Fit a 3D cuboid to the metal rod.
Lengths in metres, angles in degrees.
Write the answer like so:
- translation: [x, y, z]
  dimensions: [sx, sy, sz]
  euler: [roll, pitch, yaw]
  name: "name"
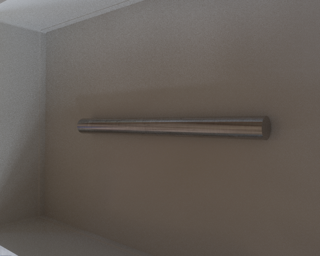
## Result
- translation: [-0.008, -0.002, 0.409]
  dimensions: [0.300, 0.025, 0.025]
  euler: [1, 91, 39]
  name: "metal rod"
